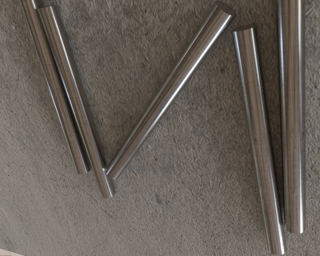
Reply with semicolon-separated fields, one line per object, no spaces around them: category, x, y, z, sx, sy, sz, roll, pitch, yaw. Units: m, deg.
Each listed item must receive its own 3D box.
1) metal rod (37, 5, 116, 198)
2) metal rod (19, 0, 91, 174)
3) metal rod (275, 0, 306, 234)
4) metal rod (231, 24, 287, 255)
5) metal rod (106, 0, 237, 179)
metal rod;-0.113;-0.021;0.453;0.025;0.025;0.298;3;120;27
metal rod;-0.149;-0.061;0.447;0.025;0.025;0.298;5;121;26
metal rod;0.141;-0.006;0.328;0.025;0.025;0.298;1;119;27
metal rod;0.121;0.033;0.363;0.025;0.025;0.298;-2;118;29
metal rod;-0.005;-0.023;0.394;0.025;0.025;0.298;38;129;2
